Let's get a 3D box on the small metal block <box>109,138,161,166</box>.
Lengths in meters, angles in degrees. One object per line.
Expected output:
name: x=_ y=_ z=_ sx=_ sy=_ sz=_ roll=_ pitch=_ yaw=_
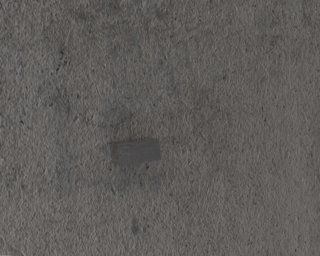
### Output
small metal block: x=-0.032 y=0.028 z=0.384 sx=0.050 sy=0.050 sz=0.025 roll=-7 pitch=93 yaw=-20
